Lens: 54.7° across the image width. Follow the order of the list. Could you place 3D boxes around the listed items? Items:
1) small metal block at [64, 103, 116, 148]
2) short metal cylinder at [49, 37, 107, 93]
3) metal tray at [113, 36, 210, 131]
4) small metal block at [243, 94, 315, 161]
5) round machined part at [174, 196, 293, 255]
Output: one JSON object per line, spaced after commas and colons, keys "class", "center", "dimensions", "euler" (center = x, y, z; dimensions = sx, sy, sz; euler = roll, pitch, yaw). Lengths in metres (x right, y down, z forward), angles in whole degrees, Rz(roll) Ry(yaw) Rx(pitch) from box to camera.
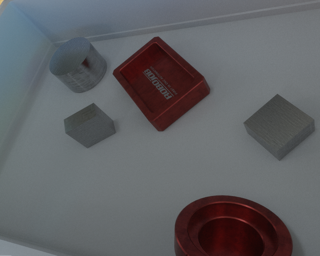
{"class": "small metal block", "center": [-0.099, -0.002, 0.441], "dimensions": [0.050, 0.050, 0.025], "euler": [-28, 53, 10]}
{"class": "short metal cylinder", "center": [-0.138, -0.106, 0.525], "dimensions": [0.080, 0.050, 0.080], "euler": [-13, 56, 20]}
{"class": "metal tray", "center": [-0.002, -0.067, 0.443], "dimensions": [0.090, 0.030, 0.130], "euler": [-39, 51, 1]}
{"class": "small metal block", "center": [0.130, -0.001, 0.338], "dimensions": [0.050, 0.025, 0.050], "euler": [-41, 51, 0]}
{"class": "round machined part", "center": [0.062, 0.107, 0.275], "dimensions": [0.099, 0.042, 0.098], "euler": [0, 25, 0]}
